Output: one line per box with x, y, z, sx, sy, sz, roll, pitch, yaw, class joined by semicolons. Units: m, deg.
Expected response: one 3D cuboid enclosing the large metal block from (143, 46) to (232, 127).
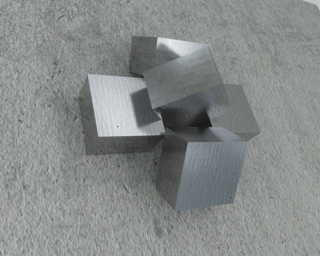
0.036;-0.043;0.374;0.080;0.080;0.050;-20;66;11;large metal block

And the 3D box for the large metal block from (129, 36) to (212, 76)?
0.011;-0.096;0.429;0.081;0.080;0.050;-1;106;-29;large metal block

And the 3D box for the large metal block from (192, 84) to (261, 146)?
0.084;-0.017;0.444;0.081;0.050;0.080;0;62;-29;large metal block

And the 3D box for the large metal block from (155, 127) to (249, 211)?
0.047;0.044;0.362;0.081;0.079;0.050;1;18;-27;large metal block

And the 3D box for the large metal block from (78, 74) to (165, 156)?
-0.048;-0.015;0.373;0.081;0.050;0.080;-1;62;-29;large metal block
